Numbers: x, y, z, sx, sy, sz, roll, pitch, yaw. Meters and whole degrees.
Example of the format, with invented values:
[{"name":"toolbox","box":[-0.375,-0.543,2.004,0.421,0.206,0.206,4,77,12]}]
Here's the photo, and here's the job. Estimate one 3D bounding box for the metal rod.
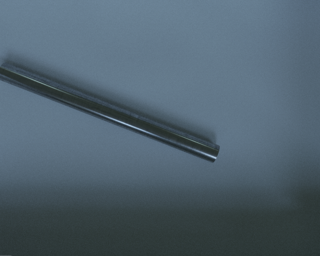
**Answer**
[{"name":"metal rod","box":[-0.066,-0.020,0.410,0.301,0.025,0.025,21,90,-1]}]
